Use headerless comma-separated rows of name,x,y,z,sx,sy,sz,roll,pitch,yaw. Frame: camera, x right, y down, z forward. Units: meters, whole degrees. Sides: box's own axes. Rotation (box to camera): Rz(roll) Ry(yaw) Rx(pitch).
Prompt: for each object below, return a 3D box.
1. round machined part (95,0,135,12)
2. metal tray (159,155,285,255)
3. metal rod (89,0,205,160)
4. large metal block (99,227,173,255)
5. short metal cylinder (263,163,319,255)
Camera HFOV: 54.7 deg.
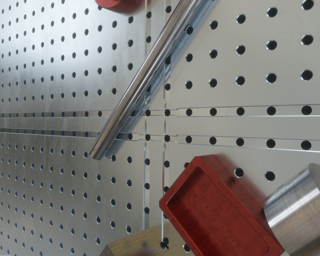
round machined part,-0.071,-0.226,0.455,0.098,0.042,0.097,0,90,39
metal tray,0.066,0.105,0.350,0.130,0.030,0.089,49,119,28
metal rod,-0.023,-0.068,0.426,0.025,0.025,0.298,50,119,28
large metal block,-0.026,0.184,0.393,0.080,0.081,0.050,46,117,30
short metal cylinder,0.136,0.076,0.261,0.050,0.081,0.080,-50,61,28
